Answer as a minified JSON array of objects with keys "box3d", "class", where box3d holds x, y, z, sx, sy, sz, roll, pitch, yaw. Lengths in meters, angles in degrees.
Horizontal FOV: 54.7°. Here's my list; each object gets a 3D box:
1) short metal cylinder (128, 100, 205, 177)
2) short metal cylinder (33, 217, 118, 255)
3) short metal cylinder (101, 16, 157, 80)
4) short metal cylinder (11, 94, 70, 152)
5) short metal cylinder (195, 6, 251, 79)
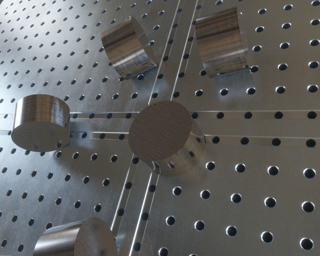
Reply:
[{"box3d":[0.009,0.013,0.378,0.080,0.050,0.080,-13,56,20],"class":"short metal cylinder"},{"box3d":[-0.087,0.141,0.331,0.050,0.080,0.080,-18,55,18],"class":"short metal cylinder"},{"box3d":[-0.045,-0.119,0.468,0.050,0.080,0.080,-24,53,13],"class":"short metal cylinder"},{"box3d":[-0.178,-0.006,0.467,0.080,0.080,0.050,-22,54,14],"class":"short metal cylinder"},{"box3d":[0.082,-0.107,0.395,0.050,0.080,0.080,-11,57,22],"class":"short metal cylinder"}]
